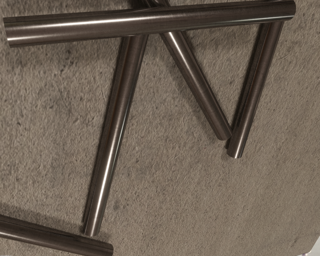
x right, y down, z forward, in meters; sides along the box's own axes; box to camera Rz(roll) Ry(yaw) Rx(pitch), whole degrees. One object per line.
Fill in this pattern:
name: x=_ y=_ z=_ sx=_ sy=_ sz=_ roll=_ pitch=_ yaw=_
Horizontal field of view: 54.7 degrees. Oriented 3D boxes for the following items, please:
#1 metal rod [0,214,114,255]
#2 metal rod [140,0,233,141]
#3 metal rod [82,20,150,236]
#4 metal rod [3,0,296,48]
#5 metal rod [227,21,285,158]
metal rod: x=-0.178 y=0.128 z=0.389 sx=0.301 sy=0.025 sz=0.025 roll=34 pitch=99 yaw=-39
metal rod: x=0.030 y=-0.084 z=0.372 sx=0.025 sy=0.025 sz=0.300 roll=-38 pitch=130 yaw=-3
metal rod: x=-0.060 y=0.015 z=0.384 sx=0.025 sy=0.025 sz=0.298 roll=2 pitch=117 yaw=-30
metal rod: x=0.010 y=-0.109 z=0.312 sx=0.302 sy=0.025 sz=0.025 roll=-12 pitch=124 yaw=-19
metal rod: x=0.141 y=-0.088 z=0.431 sx=0.025 sy=0.025 sz=0.298 roll=-6 pitch=121 yaw=-26
